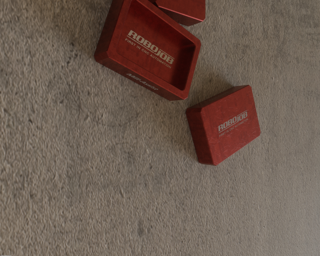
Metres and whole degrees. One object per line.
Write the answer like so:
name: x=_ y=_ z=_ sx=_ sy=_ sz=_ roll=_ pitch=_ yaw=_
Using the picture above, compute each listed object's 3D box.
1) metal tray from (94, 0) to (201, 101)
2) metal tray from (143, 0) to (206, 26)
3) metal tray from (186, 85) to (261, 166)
metal tray: x=-0.009 y=-0.099 z=0.392 sx=0.131 sy=0.030 sz=0.090 roll=24 pitch=75 yaw=-37
metal tray: x=0.021 y=-0.214 z=0.418 sx=0.091 sy=0.030 sz=0.129 roll=1 pitch=90 yaw=-40
metal tray: x=0.104 y=-0.008 z=0.488 sx=0.131 sy=0.030 sz=0.089 roll=-26 pitch=106 yaw=-37
